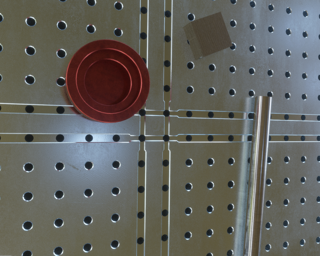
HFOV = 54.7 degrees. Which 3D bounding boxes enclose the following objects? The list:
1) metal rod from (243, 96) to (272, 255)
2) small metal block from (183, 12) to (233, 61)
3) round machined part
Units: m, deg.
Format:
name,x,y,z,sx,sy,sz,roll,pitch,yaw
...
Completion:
name,x,y,z,sx,sy,sz,roll,pitch,yaw
metal rod,0.145,0.102,0.468,0.025,0.025,0.298,6,88,-20
small metal block,0.068,-0.130,0.439,0.050,0.025,0.050,-25,99,-19
round machined part,-0.065,-0.055,0.380,0.099,0.042,0.097,0,90,-21
